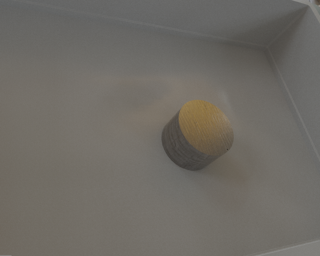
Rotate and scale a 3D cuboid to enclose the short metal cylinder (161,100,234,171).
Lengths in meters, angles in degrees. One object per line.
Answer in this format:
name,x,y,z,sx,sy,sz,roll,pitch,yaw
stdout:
short metal cylinder,0.049,0.010,0.409,0.081,0.050,0.080,14,56,-21
